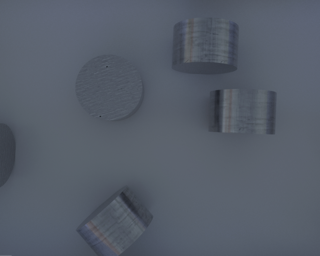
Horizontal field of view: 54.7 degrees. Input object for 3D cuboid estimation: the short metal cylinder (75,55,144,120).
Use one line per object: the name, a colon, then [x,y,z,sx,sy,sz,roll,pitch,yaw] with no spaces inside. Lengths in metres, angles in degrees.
short metal cylinder: [-0.062,-0.049,0.398,0.081,0.050,0.079,0,90,-1]

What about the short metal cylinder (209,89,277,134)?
short metal cylinder: [0.102,-0.019,0.385,0.081,0.080,0.050,2,90,-1]

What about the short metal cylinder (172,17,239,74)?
short metal cylinder: [0.056,-0.098,0.385,0.081,0.080,0.050,2,90,-1]

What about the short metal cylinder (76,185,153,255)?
short metal cylinder: [-0.055,0.117,0.383,0.080,0.080,0.050,-40,90,0]

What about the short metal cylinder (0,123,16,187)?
short metal cylinder: [-0.222,0.033,0.381,0.050,0.080,0.079,2,90,0]
